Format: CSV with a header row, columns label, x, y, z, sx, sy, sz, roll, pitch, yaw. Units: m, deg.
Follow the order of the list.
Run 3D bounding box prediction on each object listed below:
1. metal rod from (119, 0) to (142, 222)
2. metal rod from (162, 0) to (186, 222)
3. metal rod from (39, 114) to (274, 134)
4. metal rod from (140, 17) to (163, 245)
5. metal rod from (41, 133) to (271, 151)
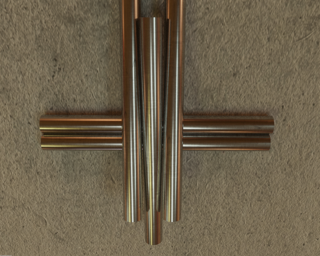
label,x,y,z,sx,sy,sz,roll,pitch,yaw
metal rod,-0.035,-0.027,0.378,0.025,0.025,0.298,0,102,-1
metal rod,0.017,-0.028,0.378,0.025,0.025,0.298,0,102,-1
metal rod,-0.003,-0.005,0.410,0.302,0.025,0.025,0,110,-1
metal rod,-0.009,0.018,0.390,0.025,0.025,0.298,0,110,0
metal rod,-0.005,0.019,0.419,0.302,0.025,0.025,0,110,-1
